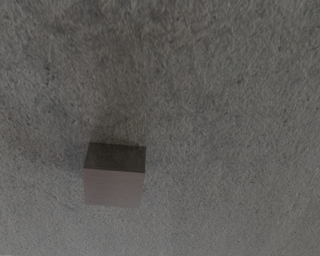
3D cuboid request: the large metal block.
[{"bbox_3d":[-0.065,0.070,0.450,0.081,0.050,0.079,5,130,-5],"label":"large metal block"}]
